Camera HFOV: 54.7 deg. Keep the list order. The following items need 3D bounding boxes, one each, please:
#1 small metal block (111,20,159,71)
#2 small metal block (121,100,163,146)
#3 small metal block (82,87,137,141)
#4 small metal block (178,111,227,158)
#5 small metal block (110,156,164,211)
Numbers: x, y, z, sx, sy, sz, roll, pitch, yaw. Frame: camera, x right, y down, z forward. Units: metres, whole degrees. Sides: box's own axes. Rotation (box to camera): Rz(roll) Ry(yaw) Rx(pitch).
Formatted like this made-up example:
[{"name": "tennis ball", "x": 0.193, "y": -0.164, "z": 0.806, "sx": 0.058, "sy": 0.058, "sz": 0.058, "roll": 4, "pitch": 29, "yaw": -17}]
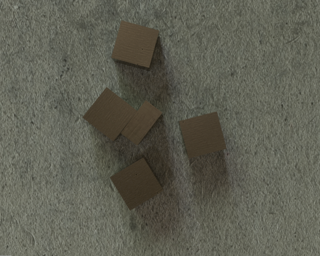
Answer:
[{"name": "small metal block", "x": -0.032, "y": -0.108, "z": 0.409, "sx": 0.050, "sy": 0.025, "sz": 0.050, "roll": 15, "pitch": 90, "yaw": 0}, {"name": "small metal block", "x": -0.022, "y": -0.006, "z": 0.397, "sx": 0.025, "sy": 0.050, "sz": 0.050, "roll": 37, "pitch": 90, "yaw": 0}, {"name": "small metal block", "x": -0.064, "y": -0.018, "z": 0.409, "sx": 0.050, "sy": 0.025, "sz": 0.050, "roll": 38, "pitch": 90, "yaw": 0}, {"name": "small metal block", "x": 0.055, "y": 0.009, "z": 0.410, "sx": 0.050, "sy": 0.025, "sz": 0.050, "roll": -15, "pitch": 90, "yaw": 0}, {"name": "small metal block", "x": -0.030, "y": 0.072, "z": 0.410, "sx": 0.050, "sy": 0.025, "sz": 0.050, "roll": -31, "pitch": 90, "yaw": 0}]
